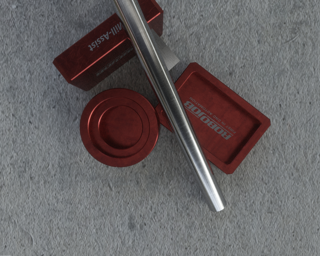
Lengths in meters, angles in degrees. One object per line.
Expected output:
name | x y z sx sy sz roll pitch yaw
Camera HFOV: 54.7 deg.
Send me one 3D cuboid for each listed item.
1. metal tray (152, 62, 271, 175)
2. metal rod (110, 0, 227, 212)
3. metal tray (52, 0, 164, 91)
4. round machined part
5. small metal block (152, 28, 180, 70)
metal tray | 0.066 -0.012 0.409 0.130 0.030 0.090 38 90 -1
metal rod | 0.016 -0.021 0.358 0.025 0.025 0.299 -26 112 0
metal tray | -0.057 -0.099 0.377 0.130 0.090 0.030 -37 90 0
round machined part | -0.048 -0.001 0.398 0.099 0.042 0.097 0 93 5
small metal block | -0.005 -0.096 0.394 0.025 0.050 0.050 -43 105 2
